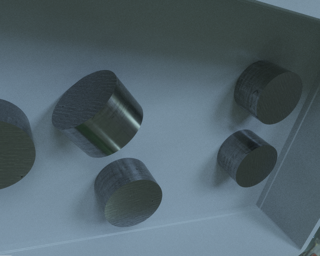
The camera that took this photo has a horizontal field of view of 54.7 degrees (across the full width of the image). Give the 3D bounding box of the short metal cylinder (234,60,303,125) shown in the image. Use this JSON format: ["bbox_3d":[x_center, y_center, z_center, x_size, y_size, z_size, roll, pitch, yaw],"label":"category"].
[{"bbox_3d":[0.156,-0.052,0.448,0.081,0.050,0.079,-14,125,-21],"label":"short metal cylinder"}]

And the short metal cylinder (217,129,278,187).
[{"bbox_3d":[0.141,0.049,0.503,0.081,0.050,0.079,-14,125,-21],"label":"short metal cylinder"}]

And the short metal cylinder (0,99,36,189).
[{"bbox_3d":[-0.170,0.016,0.310,0.081,0.050,0.079,-14,125,-21],"label":"short metal cylinder"}]

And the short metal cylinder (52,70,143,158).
[{"bbox_3d":[-0.065,-0.015,0.329,0.080,0.080,0.050,-40,130,-2],"label":"short metal cylinder"}]

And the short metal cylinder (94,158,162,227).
[{"bbox_3d":[-0.044,0.088,0.424,0.081,0.050,0.079,-14,125,-21],"label":"short metal cylinder"}]
